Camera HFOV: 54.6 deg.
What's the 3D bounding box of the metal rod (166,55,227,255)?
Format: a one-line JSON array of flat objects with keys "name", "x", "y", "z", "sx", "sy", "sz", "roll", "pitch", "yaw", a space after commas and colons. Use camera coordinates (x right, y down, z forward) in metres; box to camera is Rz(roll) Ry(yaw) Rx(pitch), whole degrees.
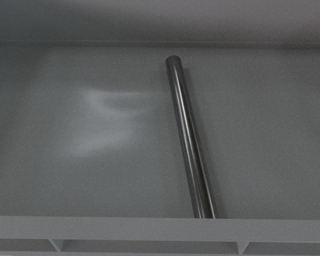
[{"name": "metal rod", "x": 0.037, "y": 0.009, "z": 0.398, "sx": 0.025, "sy": 0.025, "sz": 0.300, "roll": -5, "pitch": 50, "yaw": -4}]
